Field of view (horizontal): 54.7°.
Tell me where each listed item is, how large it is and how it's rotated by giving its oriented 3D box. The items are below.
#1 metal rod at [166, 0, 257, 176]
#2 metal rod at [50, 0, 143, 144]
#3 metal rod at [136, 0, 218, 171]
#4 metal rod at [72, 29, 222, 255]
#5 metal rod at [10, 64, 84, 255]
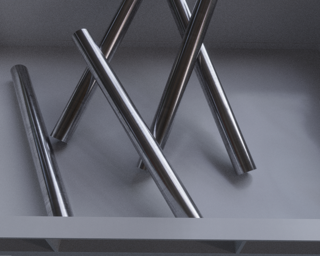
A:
[{"bbox_3d":[0.055,-0.084,0.402,0.025,0.025,0.299,-16,75,-13],"label":"metal rod"},{"bbox_3d":[-0.066,-0.119,0.419,0.025,0.025,0.299,22,80,17],"label":"metal rod"},{"bbox_3d":[0.034,-0.090,0.381,0.025,0.025,0.299,19,84,14],"label":"metal rod"},{"bbox_3d":[-0.026,0.002,0.351,0.025,0.025,0.299,-25,71,-20],"label":"metal rod"},{"bbox_3d":[-0.151,0.017,0.388,0.025,0.025,0.300,-20,53,-16],"label":"metal rod"}]
